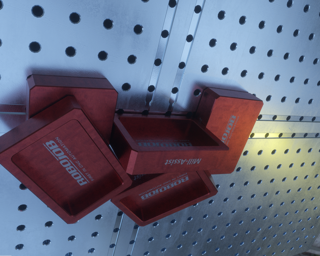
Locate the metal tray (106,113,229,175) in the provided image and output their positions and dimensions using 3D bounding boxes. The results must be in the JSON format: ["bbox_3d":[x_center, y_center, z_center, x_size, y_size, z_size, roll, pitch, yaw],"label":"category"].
[{"bbox_3d":[0.008,0.017,0.384,0.131,0.090,0.030,1,118,-30],"label":"metal tray"}]

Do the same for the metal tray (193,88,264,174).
[{"bbox_3d":[0.090,0.009,0.463,0.091,0.030,0.129,3,117,-30],"label":"metal tray"}]

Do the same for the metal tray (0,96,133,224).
[{"bbox_3d":[-0.098,0.040,0.339,0.090,0.030,0.130,-33,130,-7],"label":"metal tray"}]

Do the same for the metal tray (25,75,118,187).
[{"bbox_3d":[-0.105,0.007,0.356,0.091,0.030,0.129,-1,120,-28],"label":"metal tray"}]

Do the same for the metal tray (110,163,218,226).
[{"bbox_3d":[0.006,0.086,0.442,0.130,0.030,0.090,-26,131,10],"label":"metal tray"}]
